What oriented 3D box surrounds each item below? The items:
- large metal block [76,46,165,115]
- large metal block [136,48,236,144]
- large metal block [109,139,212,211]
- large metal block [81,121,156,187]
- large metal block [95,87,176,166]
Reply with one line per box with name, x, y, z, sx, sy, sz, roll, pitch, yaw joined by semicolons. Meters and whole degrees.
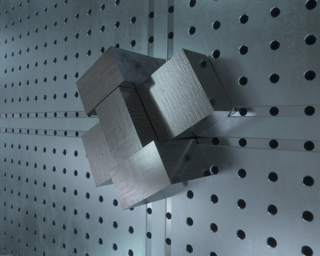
large metal block;-0.051;-0.058;0.416;0.080;0.081;0.050;-35;68;35
large metal block;0.029;-0.034;0.369;0.080;0.050;0.080;-35;70;34
large metal block;0.001;0.054;0.374;0.080;0.081;0.050;-35;68;34
large metal block;-0.060;0.030;0.445;0.080;0.050;0.080;-33;69;35
large metal block;-0.025;-0.002;0.395;0.050;0.081;0.080;-35;68;34
